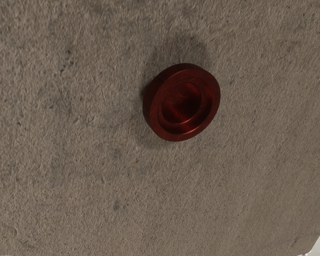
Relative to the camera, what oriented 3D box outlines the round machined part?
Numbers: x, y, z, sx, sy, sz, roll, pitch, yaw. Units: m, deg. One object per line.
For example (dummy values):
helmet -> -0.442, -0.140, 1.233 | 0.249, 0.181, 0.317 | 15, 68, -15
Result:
round machined part -> 0.023, -0.035, 0.388 | 0.099, 0.042, 0.097 | -14, 125, -21
